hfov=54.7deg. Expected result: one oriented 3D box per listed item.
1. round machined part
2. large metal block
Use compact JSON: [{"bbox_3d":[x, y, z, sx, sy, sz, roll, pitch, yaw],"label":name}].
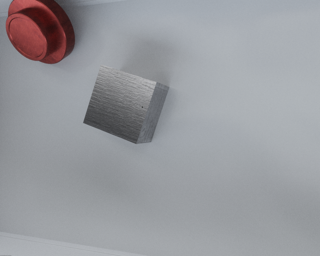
[{"bbox_3d":[-0.174,-0.134,0.435,0.098,0.042,0.097,15,132,18],"label":"round machined part"},{"bbox_3d":[-0.044,-0.031,0.412,0.080,0.050,0.080,20,97,18],"label":"large metal block"}]
